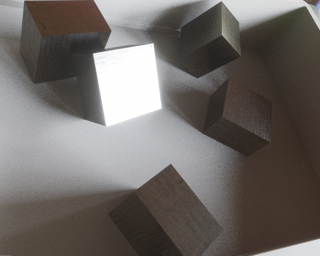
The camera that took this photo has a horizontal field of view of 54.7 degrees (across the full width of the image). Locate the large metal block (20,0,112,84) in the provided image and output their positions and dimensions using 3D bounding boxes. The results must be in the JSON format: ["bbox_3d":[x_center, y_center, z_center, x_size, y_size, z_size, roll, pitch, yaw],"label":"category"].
[{"bbox_3d":[-0.115,-0.103,0.371,0.081,0.080,0.050,-18,70,-35],"label":"large metal block"}]

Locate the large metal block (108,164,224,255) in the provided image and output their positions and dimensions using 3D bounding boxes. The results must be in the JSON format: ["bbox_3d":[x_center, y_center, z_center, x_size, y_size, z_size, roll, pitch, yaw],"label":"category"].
[{"bbox_3d":[0.002,0.095,0.315,0.050,0.080,0.080,-33,80,-38],"label":"large metal block"}]

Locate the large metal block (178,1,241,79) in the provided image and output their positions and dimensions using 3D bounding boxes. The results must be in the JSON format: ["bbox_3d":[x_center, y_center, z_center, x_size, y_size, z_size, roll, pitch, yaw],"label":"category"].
[{"bbox_3d":[0.078,-0.138,0.490,0.050,0.080,0.080,35,47,-35],"label":"large metal block"}]

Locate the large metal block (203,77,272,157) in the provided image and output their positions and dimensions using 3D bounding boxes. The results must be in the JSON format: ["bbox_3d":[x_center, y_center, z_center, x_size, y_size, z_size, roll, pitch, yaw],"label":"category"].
[{"bbox_3d":[0.118,-0.016,0.465,0.080,0.050,0.080,27,52,-12],"label":"large metal block"}]

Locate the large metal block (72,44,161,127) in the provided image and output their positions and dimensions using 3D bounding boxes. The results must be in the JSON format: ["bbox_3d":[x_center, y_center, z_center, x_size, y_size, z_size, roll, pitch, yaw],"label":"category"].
[{"bbox_3d":[-0.050,-0.055,0.372,0.081,0.050,0.079,-21,113,-36],"label":"large metal block"}]
